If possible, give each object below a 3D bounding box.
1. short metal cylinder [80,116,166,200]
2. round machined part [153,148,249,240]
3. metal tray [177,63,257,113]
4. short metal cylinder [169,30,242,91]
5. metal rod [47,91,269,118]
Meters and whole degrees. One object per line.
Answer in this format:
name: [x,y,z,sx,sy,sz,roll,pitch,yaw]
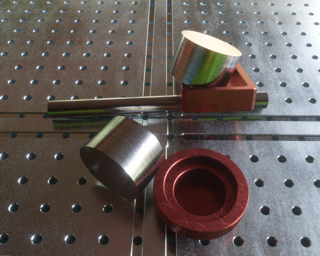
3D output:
short metal cylinder: [-0.041,0.033,0.344,0.080,0.080,0.050,27,55,21]
round machined part: [0.042,0.073,0.335,0.099,0.042,0.098,0,50,0]
metal tray: [0.071,-0.065,0.431,0.091,0.030,0.130,-1,31,0]
short metal cylinder: [0.057,-0.087,0.402,0.080,0.050,0.080,16,29,-9]
metal rod: [-0.001,-0.033,0.434,0.302,0.025,0.025,-3,50,-3]
